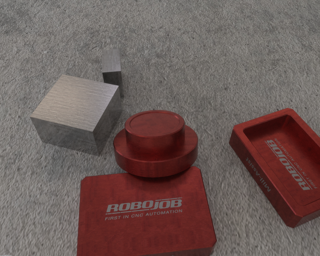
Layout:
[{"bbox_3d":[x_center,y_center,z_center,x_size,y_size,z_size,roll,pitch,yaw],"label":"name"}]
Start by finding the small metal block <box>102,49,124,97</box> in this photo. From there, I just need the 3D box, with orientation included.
[{"bbox_3d":[-0.069,-0.079,0.453,0.025,0.050,0.050,-6,50,-5],"label":"small metal block"}]

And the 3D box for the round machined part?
[{"bbox_3d":[-0.005,0.011,0.361,0.099,0.042,0.098,-2,28,1],"label":"round machined part"}]

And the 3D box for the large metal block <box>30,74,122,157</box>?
[{"bbox_3d":[-0.103,-0.018,0.401,0.080,0.050,0.080,13,51,10],"label":"large metal block"}]

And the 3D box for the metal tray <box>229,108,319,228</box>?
[{"bbox_3d":[0.154,0.040,0.367,0.091,0.030,0.130,-17,52,-14],"label":"metal tray"}]

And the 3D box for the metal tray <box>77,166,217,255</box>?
[{"bbox_3d":[-0.016,0.091,0.323,0.131,0.030,0.090,-5,50,-4],"label":"metal tray"}]
